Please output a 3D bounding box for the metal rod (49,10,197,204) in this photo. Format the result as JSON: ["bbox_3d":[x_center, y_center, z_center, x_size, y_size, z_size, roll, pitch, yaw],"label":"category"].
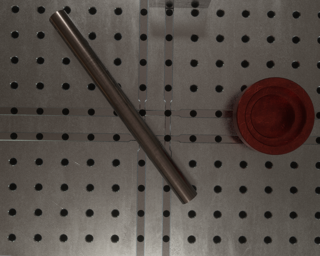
[{"bbox_3d":[-0.048,-0.027,0.412,0.025,0.025,0.299,-36,90,0],"label":"metal rod"}]

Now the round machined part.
[{"bbox_3d":[0.145,-0.015,0.407,0.099,0.042,0.097,0,90,-1],"label":"round machined part"}]

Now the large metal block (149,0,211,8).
[{"bbox_3d":[0.026,-0.205,0.401,0.081,0.050,0.079,1,90,-1],"label":"large metal block"}]
